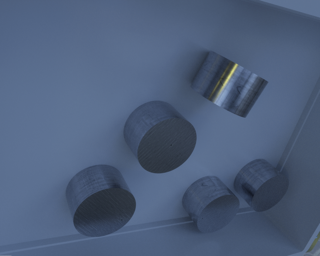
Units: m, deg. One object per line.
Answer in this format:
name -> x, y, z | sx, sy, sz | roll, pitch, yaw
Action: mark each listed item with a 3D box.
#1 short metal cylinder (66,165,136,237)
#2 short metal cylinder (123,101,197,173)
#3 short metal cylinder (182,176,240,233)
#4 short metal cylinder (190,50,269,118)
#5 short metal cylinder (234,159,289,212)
short metal cylinder -> -0.078, 0.095, 0.409 | 0.081, 0.050, 0.079 | -14, 124, -21
short metal cylinder -> 0.000, 0.011, 0.399 | 0.081, 0.050, 0.079 | -14, 124, -21
short metal cylinder -> 0.084, 0.127, 0.517 | 0.081, 0.050, 0.079 | -14, 124, -21
short metal cylinder -> 0.085, -0.055, 0.385 | 0.081, 0.080, 0.050 | 18, 109, -35
short metal cylinder -> 0.180, 0.102, 0.554 | 0.081, 0.050, 0.079 | -14, 124, -21
